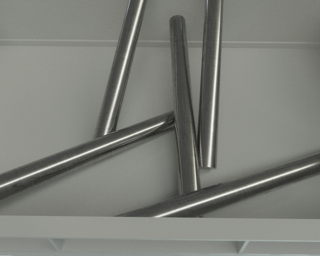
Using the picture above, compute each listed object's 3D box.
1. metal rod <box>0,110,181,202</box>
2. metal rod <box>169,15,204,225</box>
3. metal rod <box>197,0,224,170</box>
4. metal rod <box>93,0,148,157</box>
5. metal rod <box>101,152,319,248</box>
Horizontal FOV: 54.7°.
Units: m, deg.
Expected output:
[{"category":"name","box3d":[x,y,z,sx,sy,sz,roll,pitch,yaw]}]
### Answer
[{"category":"metal rod","box3d":[-0.091,0.032,0.338,0.302,0.025,0.025,-22,53,-32]},{"category":"metal rod","box3d":[0.030,-0.032,0.397,0.025,0.025,0.299,-1,60,-1]},{"category":"metal rod","box3d":[0.068,-0.096,0.405,0.025,0.025,0.299,4,75,3]},{"category":"metal rod","box3d":[-0.044,-0.109,0.412,0.025,0.025,0.299,10,77,8]},{"category":"metal rod","box3d":[0.089,0.063,0.327,0.302,0.025,0.025,-12,51,-20]}]
